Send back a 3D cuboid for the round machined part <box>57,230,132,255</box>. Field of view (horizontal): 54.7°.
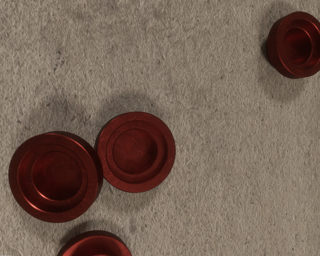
[{"bbox_3d":[-0.078,0.178,0.372,0.099,0.042,0.097,0,90,-21],"label":"round machined part"}]

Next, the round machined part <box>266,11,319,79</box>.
[{"bbox_3d":[0.205,-0.124,0.477,0.099,0.042,0.097,0,90,-21],"label":"round machined part"}]

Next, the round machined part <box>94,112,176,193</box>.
[{"bbox_3d":[-0.034,0.029,0.389,0.099,0.042,0.097,0,90,-21],"label":"round machined part"}]

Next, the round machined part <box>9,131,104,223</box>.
[{"bbox_3d":[-0.111,0.051,0.346,0.099,0.042,0.097,1,97,6],"label":"round machined part"}]
